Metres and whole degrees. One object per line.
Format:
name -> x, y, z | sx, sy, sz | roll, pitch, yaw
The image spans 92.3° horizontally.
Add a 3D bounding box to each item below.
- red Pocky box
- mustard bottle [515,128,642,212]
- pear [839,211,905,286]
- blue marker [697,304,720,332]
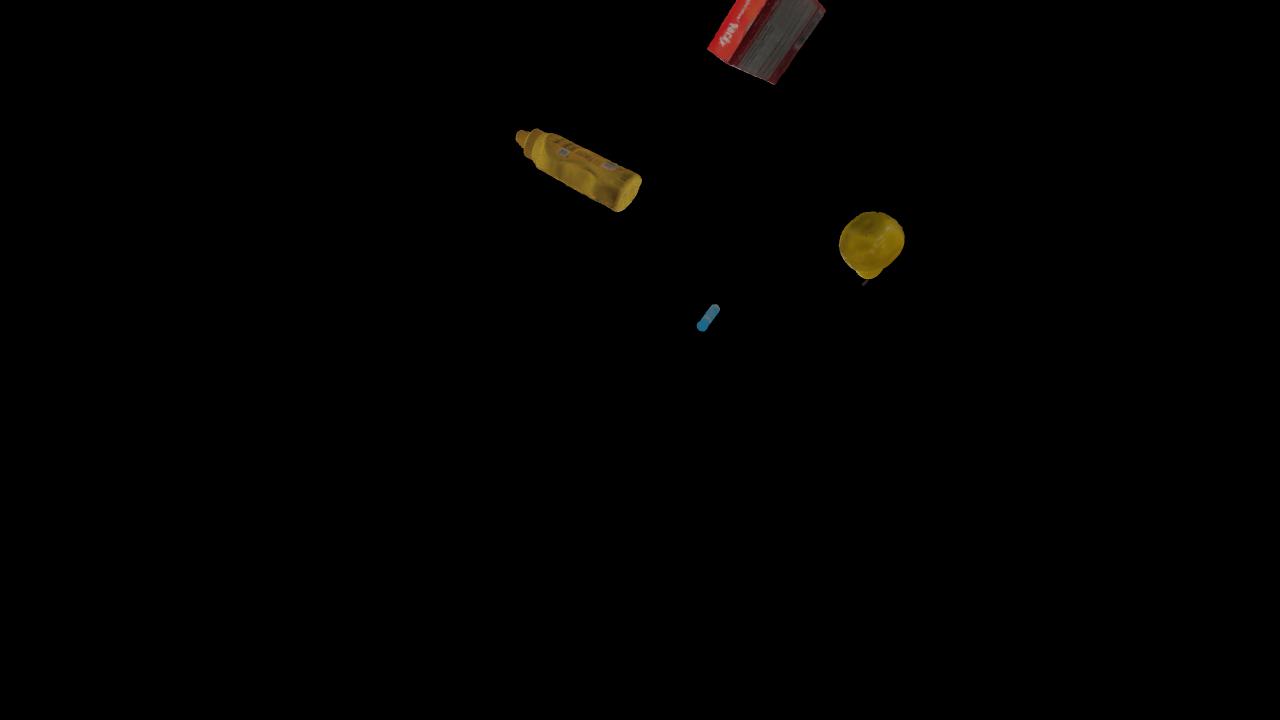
red Pocky box -> 0.119, -0.302, 0.560 | 0.028, 0.083, 0.155 | 44, 30, 9
mustard bottle -> -0.093, -0.274, 0.861 | 0.184, 0.054, 0.092 | 29, 39, 5
pear -> 0.305, -0.139, 0.805 | 0.080, 0.080, 0.111 | 0, -29, 28
blue marker -> 0.121, -0.075, 1.084 | 0.020, 0.020, 0.121 | 0, 19, 18
